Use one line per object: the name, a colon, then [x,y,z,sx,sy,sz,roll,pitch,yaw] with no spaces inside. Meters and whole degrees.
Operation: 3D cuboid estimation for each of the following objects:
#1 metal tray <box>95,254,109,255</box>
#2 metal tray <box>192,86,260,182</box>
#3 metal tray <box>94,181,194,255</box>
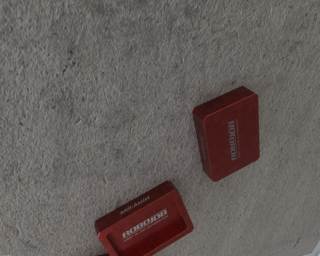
metal tray: [-0.110,0.267,0.508,0.091,0.030,0.129,1,118,-29]
metal tray: [0.104,0.012,0.467,0.091,0.030,0.129,-25,128,-13]
metal tray: [-0.021,0.150,0.473,0.131,0.030,0.090,-28,117,-11]
